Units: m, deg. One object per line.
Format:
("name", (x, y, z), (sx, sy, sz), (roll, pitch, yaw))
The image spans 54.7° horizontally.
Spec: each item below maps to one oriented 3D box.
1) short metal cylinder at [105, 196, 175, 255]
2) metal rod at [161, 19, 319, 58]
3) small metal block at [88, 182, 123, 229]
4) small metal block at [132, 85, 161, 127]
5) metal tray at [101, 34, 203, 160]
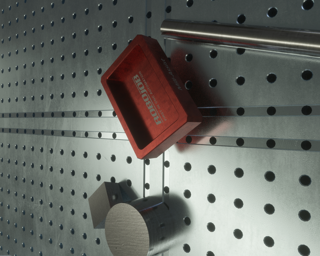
("short metal cylinder", (-0.028, 0.136, 0.414), (0.080, 0.050, 0.079), (0, 90, 39))
("metal rod", (0.121, -0.087, 0.308), (0.300, 0.025, 0.025), (20, 103, 38))
("small metal block", (-0.081, 0.116, 0.466), (0.050, 0.025, 0.050), (-47, 47, 29))
("small metal block", (-0.015, -0.032, 0.420), (0.050, 0.025, 0.050), (18, 101, 38))
("metal tray", (-0.016, -0.038, 0.384), (0.090, 0.030, 0.130), (-41, 66, 31))
